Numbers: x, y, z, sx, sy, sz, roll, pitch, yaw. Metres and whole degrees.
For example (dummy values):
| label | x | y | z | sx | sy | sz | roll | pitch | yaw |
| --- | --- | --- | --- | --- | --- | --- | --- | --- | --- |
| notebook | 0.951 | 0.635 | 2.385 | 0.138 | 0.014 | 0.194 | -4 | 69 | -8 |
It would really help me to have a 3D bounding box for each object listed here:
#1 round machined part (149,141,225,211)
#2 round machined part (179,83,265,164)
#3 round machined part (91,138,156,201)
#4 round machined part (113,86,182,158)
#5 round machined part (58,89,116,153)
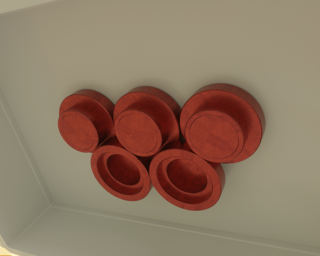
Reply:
| label | x | y | z | sx | sy | sz | roll | pitch | yaw |
| --- | --- | --- | --- | --- | --- | --- | --- | --- | --- |
| round machined part | 0.039 | 0.059 | 0.411 | 0.098 | 0.042 | 0.097 | 13 | 124 | 21 |
| round machined part | 0.068 | 0.001 | 0.359 | 0.098 | 0.042 | 0.097 | 13 | 123 | 21 |
| round machined part | -0.049 | 0.056 | 0.456 | 0.098 | 0.042 | 0.097 | 13 | 124 | 21 |
| round machined part | -0.020 | -0.002 | 0.404 | 0.098 | 0.042 | 0.097 | 13 | 123 | 21 |
| round machined part | -0.107 | -0.003 | 0.449 | 0.098 | 0.042 | 0.097 | 12 | 123 | 20 |
